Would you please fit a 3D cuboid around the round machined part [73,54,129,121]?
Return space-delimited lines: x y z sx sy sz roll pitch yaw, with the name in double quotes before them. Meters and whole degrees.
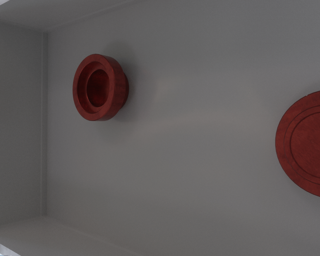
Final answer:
"round machined part" -0.085 -0.059 0.466 0.098 0.042 0.097 0 90 40

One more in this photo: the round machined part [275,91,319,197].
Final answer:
"round machined part" 0.150 0.014 0.272 0.098 0.042 0.097 0 90 40
